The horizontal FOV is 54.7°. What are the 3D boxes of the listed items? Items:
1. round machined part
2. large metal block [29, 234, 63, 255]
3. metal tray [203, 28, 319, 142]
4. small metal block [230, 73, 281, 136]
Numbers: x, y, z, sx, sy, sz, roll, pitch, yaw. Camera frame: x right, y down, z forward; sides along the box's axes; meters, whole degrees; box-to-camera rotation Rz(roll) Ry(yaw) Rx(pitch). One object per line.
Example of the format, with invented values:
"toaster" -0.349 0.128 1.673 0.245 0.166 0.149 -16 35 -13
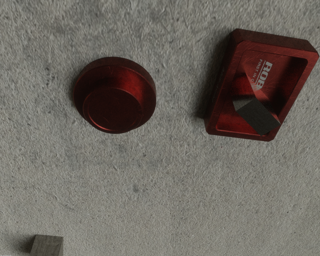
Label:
"round machined part" -0.054 -0.031 0.369 0.099 0.042 0.097 -1 130 0
"large metal block" -0.220 0.263 0.592 0.050 0.080 0.079 8 130 -8
"metal tray" 0.112 -0.044 0.367 0.091 0.030 0.129 7 130 -7
"small metal block" 0.106 -0.027 0.353 0.025 0.050 0.050 -36 122 26
